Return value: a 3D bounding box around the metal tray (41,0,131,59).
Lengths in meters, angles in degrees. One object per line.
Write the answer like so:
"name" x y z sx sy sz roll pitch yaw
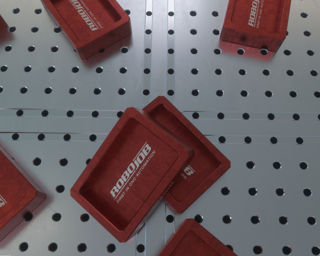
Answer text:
"metal tray" -0.115 -0.178 0.473 0.090 0.030 0.130 -33 74 -12

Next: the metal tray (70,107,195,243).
"metal tray" -0.033 0.052 0.360 0.090 0.030 0.130 38 98 16

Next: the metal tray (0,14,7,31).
"metal tray" -0.314 -0.158 0.465 0.130 0.030 0.090 -36 74 -12

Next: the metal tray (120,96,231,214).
"metal tray" 0.012 0.032 0.397 0.090 0.030 0.130 -40 75 -13

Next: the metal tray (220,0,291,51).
"metal tray" 0.151 -0.188 0.478 0.090 0.030 0.130 14 70 5

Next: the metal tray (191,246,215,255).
"metal tray" 0.047 0.209 0.333 0.090 0.030 0.130 29 72 10

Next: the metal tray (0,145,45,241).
"metal tray" -0.220 0.070 0.382 0.130 0.030 0.090 42 75 14

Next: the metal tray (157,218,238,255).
"metal tray" 0.052 0.168 0.315 0.130 0.030 0.090 38 74 12
